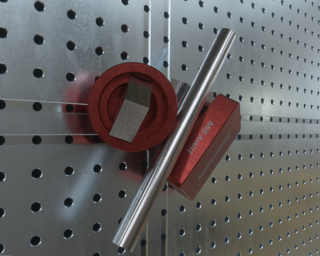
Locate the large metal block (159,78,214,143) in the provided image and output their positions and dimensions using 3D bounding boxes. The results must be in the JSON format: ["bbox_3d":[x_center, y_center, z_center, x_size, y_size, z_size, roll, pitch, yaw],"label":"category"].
[{"bbox_3d":[0.022,-0.015,0.413,0.081,0.050,0.080,12,83,-40],"label":"large metal block"}]

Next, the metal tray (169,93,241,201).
[{"bbox_3d":[0.061,0.029,0.415,0.130,0.030,0.090,-53,154,-11],"label":"metal tray"}]

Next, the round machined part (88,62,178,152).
[{"bbox_3d":[-0.033,-0.023,0.355,0.099,0.042,0.097,-1,93,-15],"label":"round machined part"}]

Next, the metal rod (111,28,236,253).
[{"bbox_3d":[0.026,-0.003,0.368,0.025,0.025,0.300,42,64,-32],"label":"metal rod"}]

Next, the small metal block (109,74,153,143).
[{"bbox_3d":[-0.031,-0.022,0.332,0.025,0.050,0.050,21,37,-13],"label":"small metal block"}]
